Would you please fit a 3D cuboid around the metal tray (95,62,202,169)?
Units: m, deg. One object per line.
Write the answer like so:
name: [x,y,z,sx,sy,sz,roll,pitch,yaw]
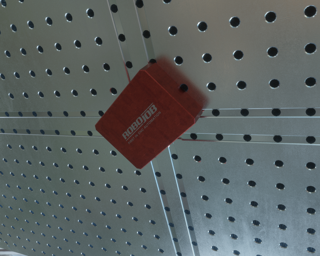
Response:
metal tray: [-0.019,-0.011,0.410,0.090,0.030,0.129,44,129,-3]
